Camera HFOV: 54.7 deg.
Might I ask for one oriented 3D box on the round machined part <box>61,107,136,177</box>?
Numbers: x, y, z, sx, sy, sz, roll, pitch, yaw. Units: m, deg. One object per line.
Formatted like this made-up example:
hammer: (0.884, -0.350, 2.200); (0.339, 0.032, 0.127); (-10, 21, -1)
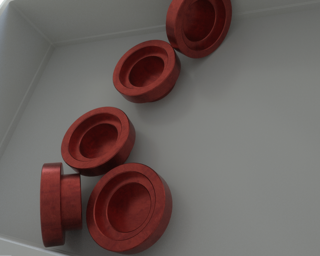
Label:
round machined part: (-0.078, 0.022, 0.415); (0.098, 0.042, 0.098); (-12, 50, 15)

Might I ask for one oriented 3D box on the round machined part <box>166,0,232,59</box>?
round machined part: (0.048, -0.149, 0.425); (0.098, 0.098, 0.042); (-46, 46, -4)

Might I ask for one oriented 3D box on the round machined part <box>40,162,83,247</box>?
round machined part: (-0.117, 0.090, 0.375); (0.042, 0.097, 0.098); (-2, 53, -15)

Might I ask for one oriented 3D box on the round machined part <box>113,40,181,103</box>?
round machined part: (-0.015, -0.076, 0.448); (0.098, 0.042, 0.098); (-13, 56, 20)

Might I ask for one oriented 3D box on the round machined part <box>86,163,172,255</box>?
round machined part: (-0.031, 0.093, 0.353); (0.098, 0.042, 0.098); (-13, 56, 20)
